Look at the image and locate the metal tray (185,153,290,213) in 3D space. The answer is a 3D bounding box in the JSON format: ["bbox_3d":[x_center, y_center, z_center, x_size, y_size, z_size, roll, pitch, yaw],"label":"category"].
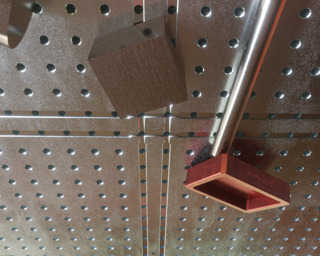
[{"bbox_3d":[0.116,0.087,0.464,0.131,0.030,0.090,26,146,-21],"label":"metal tray"}]

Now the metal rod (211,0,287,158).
[{"bbox_3d":[0.104,-0.077,0.347,0.025,0.025,0.298,5,130,-5],"label":"metal rod"}]

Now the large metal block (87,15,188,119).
[{"bbox_3d":[-0.021,-0.065,0.340,0.080,0.050,0.080,-15,129,12],"label":"large metal block"}]

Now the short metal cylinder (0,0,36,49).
[{"bbox_3d":[-0.146,-0.117,0.273,0.050,0.080,0.079,18,128,-15],"label":"short metal cylinder"}]
